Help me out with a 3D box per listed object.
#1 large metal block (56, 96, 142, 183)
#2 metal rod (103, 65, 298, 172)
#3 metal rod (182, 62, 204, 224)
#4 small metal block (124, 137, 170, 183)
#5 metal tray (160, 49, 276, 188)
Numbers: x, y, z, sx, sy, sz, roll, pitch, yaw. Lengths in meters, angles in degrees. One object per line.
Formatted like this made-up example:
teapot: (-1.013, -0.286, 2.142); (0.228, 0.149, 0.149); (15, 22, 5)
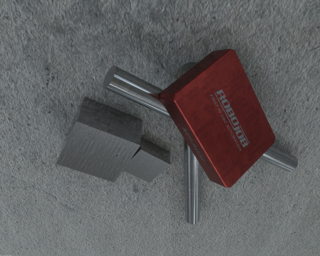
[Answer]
large metal block: (-0.078, 0.017, 0.404); (0.080, 0.050, 0.080); (22, 127, -18)
metal rod: (0.071, 0.001, 0.381); (0.302, 0.025, 0.025); (23, 127, -30)
metal rod: (0.047, 0.045, 0.446); (0.025, 0.025, 0.298); (-3, 130, 2)
small metal block: (-0.021, 0.047, 0.447); (0.050, 0.025, 0.050); (30, 124, -23)
metal tray: (0.069, -0.010, 0.346); (0.090, 0.030, 0.130); (-41, 114, -18)
